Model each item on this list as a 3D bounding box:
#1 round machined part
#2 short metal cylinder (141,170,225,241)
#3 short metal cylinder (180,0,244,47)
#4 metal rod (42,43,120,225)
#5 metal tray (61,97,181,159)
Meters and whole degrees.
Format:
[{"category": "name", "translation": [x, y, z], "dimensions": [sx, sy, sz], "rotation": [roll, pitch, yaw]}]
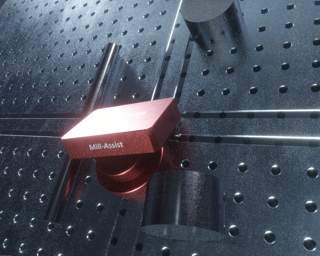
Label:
[{"category": "round machined part", "translation": [-0.042, 0.036, 0.397], "dimensions": [0.098, 0.042, 0.098], "rotation": [-13, 56, 21]}, {"category": "short metal cylinder", "translation": [0.024, 0.080, 0.311], "dimensions": [0.080, 0.080, 0.050], "rotation": [-7, 59, 24]}, {"category": "short metal cylinder", "translation": [0.077, -0.167, 0.454], "dimensions": [0.080, 0.050, 0.080], "rotation": [-13, 56, 21]}, {"category": "metal rod", "translation": [-0.112, -0.007, 0.471], "dimensions": [0.025, 0.025, 0.300], "rotation": [-2, 61, 27]}, {"category": "metal tray", "translation": [-0.048, 0.000, 0.400], "dimensions": [0.130, 0.030, 0.090], "rotation": [-7, 25, 26]}]
